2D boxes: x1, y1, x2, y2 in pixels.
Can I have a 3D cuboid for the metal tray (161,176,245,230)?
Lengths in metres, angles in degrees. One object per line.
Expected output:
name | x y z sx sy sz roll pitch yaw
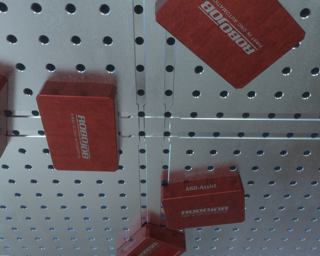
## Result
metal tray | 0.073 0.127 0.518 0.131 0.030 0.090 -8 130 6

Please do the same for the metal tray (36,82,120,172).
metal tray | -0.102 0.003 0.410 0.091 0.030 0.129 2 130 -2

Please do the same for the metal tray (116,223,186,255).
metal tray | -0.020 0.245 0.616 0.090 0.030 0.129 26 125 -21

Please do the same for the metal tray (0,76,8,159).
metal tray | -0.247 -0.016 0.391 0.091 0.030 0.129 14 129 -12

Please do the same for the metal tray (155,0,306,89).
metal tray | 0.071 -0.109 0.317 0.130 0.030 0.090 33 122 -26
